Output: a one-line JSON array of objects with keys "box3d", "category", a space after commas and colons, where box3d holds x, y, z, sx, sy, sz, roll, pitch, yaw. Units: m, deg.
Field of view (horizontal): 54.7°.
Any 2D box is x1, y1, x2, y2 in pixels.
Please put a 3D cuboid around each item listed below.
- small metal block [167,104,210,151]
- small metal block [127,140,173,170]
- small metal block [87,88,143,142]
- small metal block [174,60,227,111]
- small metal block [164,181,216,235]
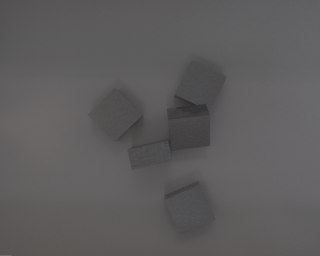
[{"box3d": [0.037, -0.001, 0.399, 0.050, 0.025, 0.050, -7, 127, 0], "category": "small metal block"}, {"box3d": [-0.012, 0.033, 0.399, 0.050, 0.050, 0.025, -13, 90, 0], "category": "small metal block"}, {"box3d": [-0.058, -0.017, 0.411, 0.050, 0.025, 0.050, -44, 90, 0], "category": "small metal block"}, {"box3d": [0.053, -0.055, 0.412, 0.050, 0.025, 0.050, 26, 90, 0], "category": "small metal block"}, {"box3d": [0.039, 0.105, 0.412, 0.050, 0.025, 0.050, -23, 90, 0], "category": "small metal block"}]
